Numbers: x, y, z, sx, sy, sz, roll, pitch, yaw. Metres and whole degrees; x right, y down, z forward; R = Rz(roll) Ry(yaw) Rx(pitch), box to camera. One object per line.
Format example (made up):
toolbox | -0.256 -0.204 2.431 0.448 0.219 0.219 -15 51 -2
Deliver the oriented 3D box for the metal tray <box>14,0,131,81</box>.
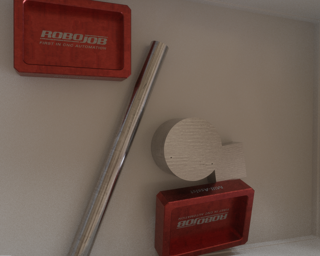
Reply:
metal tray | -0.102 -0.105 0.370 0.131 0.030 0.089 0 90 -21

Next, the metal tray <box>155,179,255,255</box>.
metal tray | 0.060 0.123 0.418 0.131 0.030 0.089 -5 108 -20

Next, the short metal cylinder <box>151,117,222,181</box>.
short metal cylinder | 0.034 0.026 0.411 0.081 0.050 0.079 0 90 -20

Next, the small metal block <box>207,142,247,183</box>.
small metal block | 0.094 0.048 0.447 0.050 0.025 0.050 -8 93 -21

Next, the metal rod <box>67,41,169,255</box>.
metal rod | -0.052 0.029 0.392 0.025 0.025 0.299 23 82 -19
